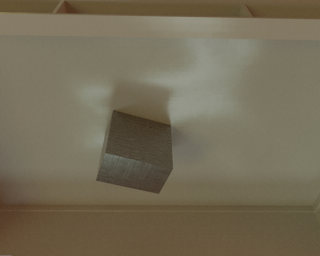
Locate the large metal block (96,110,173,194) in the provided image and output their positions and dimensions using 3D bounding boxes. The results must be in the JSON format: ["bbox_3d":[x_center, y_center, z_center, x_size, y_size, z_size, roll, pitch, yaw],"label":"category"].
[{"bbox_3d":[-0.031,0.030,0.398,0.081,0.080,0.050,15,128,-13],"label":"large metal block"}]
